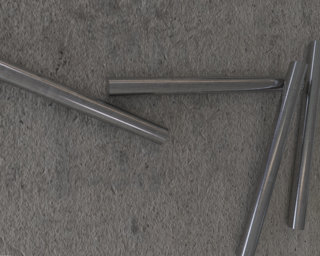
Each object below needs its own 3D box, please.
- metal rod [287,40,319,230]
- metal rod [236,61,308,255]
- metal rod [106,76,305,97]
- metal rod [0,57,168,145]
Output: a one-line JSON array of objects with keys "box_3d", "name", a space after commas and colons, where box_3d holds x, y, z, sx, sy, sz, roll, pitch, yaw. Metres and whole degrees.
[{"box_3d": [0.235, 0.009, 0.495, 0.025, 0.025, 0.298, 9, 87, -20], "name": "metal rod"}, {"box_3d": [0.163, 0.050, 0.453, 0.025, 0.025, 0.298, 15, 91, -20], "name": "metal rod"}, {"box_3d": [0.077, -0.061, 0.436, 0.303, 0.025, 0.025, -4, 92, -20], "name": "metal rod"}, {"box_3d": [-0.127, -0.044, 0.362, 0.302, 0.025, 0.025, 23, 83, -19], "name": "metal rod"}]
